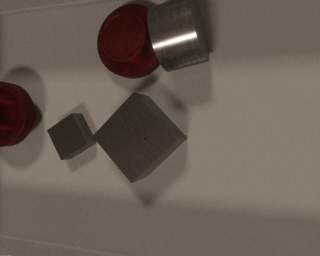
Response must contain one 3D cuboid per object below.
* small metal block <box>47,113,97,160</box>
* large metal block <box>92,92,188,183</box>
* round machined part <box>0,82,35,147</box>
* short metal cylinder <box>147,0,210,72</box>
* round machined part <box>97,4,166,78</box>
[{"bbox_3d":[-0.129,0.013,0.455,0.050,0.025,0.050,-31,80,17],"label":"small metal block"},{"bbox_3d":[-0.025,0.012,0.405,0.080,0.050,0.080,-45,77,14],"label":"large metal block"},{"bbox_3d":[-0.236,-0.020,0.480,0.098,0.042,0.097,0,89,15],"label":"round machined part"},{"bbox_3d":[0.024,-0.113,0.372,0.050,0.080,0.080,-12,86,19],"label":"short metal cylinder"},{"bbox_3d":[-0.042,-0.118,0.415,0.098,0.042,0.097,0,90,19],"label":"round machined part"}]
